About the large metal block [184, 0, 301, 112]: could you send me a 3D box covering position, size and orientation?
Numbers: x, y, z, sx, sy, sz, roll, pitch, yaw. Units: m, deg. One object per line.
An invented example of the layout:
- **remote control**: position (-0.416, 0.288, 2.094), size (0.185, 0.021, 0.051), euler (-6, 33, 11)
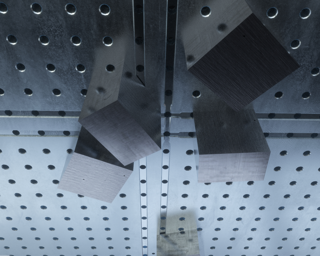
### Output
- **large metal block**: position (0.085, -0.076, 0.332), size (0.080, 0.050, 0.080), euler (35, 121, -27)

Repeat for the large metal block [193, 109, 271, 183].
- **large metal block**: position (0.086, 0.022, 0.395), size (0.081, 0.080, 0.050), euler (-3, 130, 1)

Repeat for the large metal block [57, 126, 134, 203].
- **large metal block**: position (-0.090, 0.055, 0.441), size (0.080, 0.050, 0.079), euler (21, 127, -18)

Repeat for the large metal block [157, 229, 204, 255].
- **large metal block**: position (0.043, 0.247, 0.607), size (0.080, 0.050, 0.080), euler (-12, 129, 9)

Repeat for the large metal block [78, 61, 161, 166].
- **large metal block**: position (-0.041, -0.017, 0.360), size (0.050, 0.080, 0.080), euler (-26, 126, 20)
